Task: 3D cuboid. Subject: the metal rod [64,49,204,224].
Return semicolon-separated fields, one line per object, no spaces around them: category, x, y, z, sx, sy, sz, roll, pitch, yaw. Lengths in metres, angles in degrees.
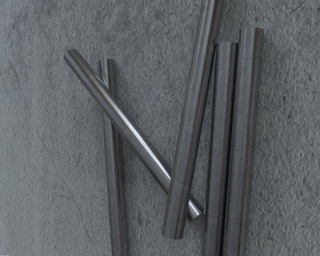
metal rod;-0.046;-0.002;0.420;0.300;0.025;0.025;50;120;20

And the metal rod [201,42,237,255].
metal rod;0.066;0.056;0.350;0.025;0.025;0.298;6;94;40

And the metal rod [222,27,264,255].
metal rod;0.087;0.046;0.333;0.025;0.025;0.298;6;94;40

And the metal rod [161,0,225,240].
metal rod;0.040;-0.025;0.352;0.025;0.025;0.298;10;91;39

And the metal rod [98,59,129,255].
metal rod;-0.069;0.046;0.462;0.025;0.025;0.298;-8;85;40
